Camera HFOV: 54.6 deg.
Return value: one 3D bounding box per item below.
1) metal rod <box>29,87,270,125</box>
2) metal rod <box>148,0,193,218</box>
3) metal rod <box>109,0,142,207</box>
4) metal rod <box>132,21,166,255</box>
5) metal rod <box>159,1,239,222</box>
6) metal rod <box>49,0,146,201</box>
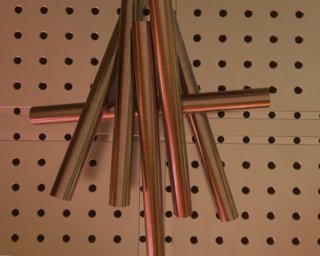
[{"bbox_3d":[-0.018,-0.027,0.395,0.301,0.025,0.025,-4,90,7],"label":"metal rod"},{"bbox_3d":[0.014,-0.026,0.364,0.025,0.025,0.298,-7,110,0],"label":"metal rod"},{"bbox_3d":[-0.040,-0.058,0.372,0.025,0.025,0.298,3,89,0],"label":"metal rod"},{"bbox_3d":[-0.012,0.027,0.380,0.025,0.025,0.298,-3,103,0],"label":"metal rod"},{"bbox_3d":[0.048,-0.022,0.413,0.025,0.025,0.299,-18,90,0],"label":"metal rod"},{"bbox_3d":[-0.067,-0.060,0.383,0.025,0.025,0.299,18,78,0],"label":"metal rod"}]
